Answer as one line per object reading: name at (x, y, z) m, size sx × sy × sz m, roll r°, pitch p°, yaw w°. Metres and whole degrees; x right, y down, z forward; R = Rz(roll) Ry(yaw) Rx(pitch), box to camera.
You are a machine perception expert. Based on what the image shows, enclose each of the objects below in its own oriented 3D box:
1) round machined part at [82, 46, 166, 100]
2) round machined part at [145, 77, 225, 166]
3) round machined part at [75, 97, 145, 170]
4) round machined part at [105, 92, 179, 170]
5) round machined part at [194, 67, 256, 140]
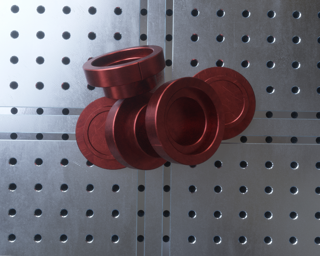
round machined part at (-0.041, -0.068, 0.381) m, size 0.099 × 0.098 × 0.042 m, roll -12°, pitch 116°, yaw -1°
round machined part at (0.025, -0.007, 0.357) m, size 0.099 × 0.042 × 0.097 m, roll 1°, pitch 88°, yaw -33°
round machined part at (-0.061, 0.006, 0.404) m, size 0.099 × 0.042 × 0.097 m, roll 0°, pitch 90°, yaw -1°
round machined part at (-0.014, 0.003, 0.381) m, size 0.099 × 0.042 × 0.097 m, roll 3°, pitch 85°, yaw -37°
round machined part at (0.077, -0.032, 0.406) m, size 0.099 × 0.042 × 0.097 m, roll 0°, pitch 90°, yaw -1°
